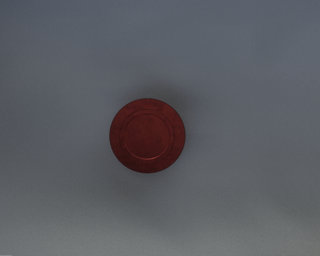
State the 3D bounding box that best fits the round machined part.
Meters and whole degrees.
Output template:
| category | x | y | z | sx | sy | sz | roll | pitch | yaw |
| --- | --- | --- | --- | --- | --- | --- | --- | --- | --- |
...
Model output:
| category | x | y | z | sx | sy | sz | roll | pitch | yaw |
| --- | --- | --- | --- | --- | --- | --- | --- | --- | --- |
| round machined part | -0.016 | 0.010 | 0.399 | 0.099 | 0.042 | 0.097 | 0 | 90 | -1 |
